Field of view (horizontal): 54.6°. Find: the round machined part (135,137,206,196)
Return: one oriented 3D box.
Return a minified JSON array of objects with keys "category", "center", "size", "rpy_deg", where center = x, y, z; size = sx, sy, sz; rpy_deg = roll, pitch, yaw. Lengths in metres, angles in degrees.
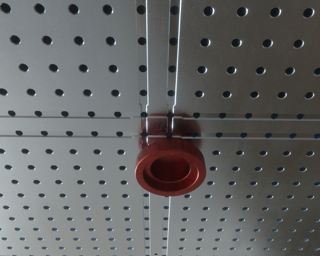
[{"category":"round machined part","center":[0.015,0.051,0.444],"size":[0.099,0.042,0.097],"rpy_deg":[0,130,0]}]
